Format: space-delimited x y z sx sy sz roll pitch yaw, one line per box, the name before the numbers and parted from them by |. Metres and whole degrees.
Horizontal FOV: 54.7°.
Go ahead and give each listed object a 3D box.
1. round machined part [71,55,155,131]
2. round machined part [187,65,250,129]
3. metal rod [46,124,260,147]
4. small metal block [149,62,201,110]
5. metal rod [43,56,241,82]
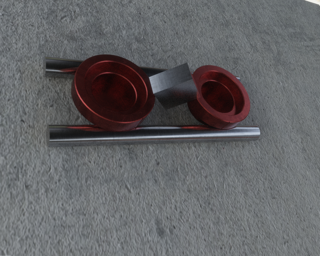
round machined part | -0.059 -0.039 0.380 0.099 0.042 0.098 14 56 -21
round machined part | 0.079 -0.041 0.455 0.099 0.042 0.098 14 56 -21
metal rod | 0.012 0.008 0.406 0.303 0.025 0.025 0 62 -28
small metal block | 0.020 -0.052 0.398 0.050 0.050 0.025 -20 64 11
metal rod | -0.007 -0.075 0.446 0.303 0.025 0.025 0 62 -28
